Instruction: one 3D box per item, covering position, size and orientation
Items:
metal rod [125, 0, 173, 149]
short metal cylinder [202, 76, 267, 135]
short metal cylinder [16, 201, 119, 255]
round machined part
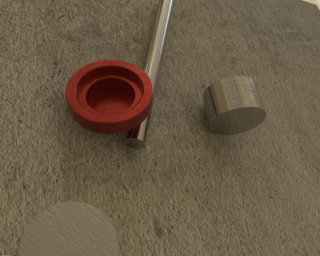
[{"bbox_3d":[-0.010,-0.102,0.462,0.025,0.025,0.300,21,54,-16],"label":"metal rod"},{"bbox_3d":[0.106,-0.030,0.446,0.081,0.080,0.050,6,59,-26],"label":"short metal cylinder"},{"bbox_3d":[-0.084,0.112,0.275,0.081,0.050,0.080,14,56,-21],"label":"short metal cylinder"},{"bbox_3d":[-0.058,-0.032,0.369,0.099,0.042,0.098,2,54,-3],"label":"round machined part"}]
